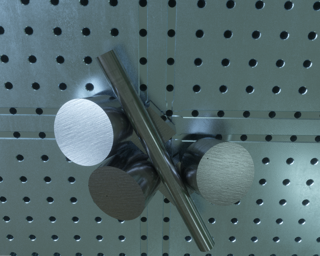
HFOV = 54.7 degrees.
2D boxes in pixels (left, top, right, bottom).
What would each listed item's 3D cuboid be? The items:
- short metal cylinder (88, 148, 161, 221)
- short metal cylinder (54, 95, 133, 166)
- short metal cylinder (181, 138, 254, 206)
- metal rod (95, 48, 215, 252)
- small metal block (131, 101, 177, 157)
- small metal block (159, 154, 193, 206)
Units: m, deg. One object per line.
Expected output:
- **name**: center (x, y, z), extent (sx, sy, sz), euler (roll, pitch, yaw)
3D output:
- **short metal cylinder**: center (-0.046, 0.073, 0.408), extent (0.080, 0.050, 0.079), euler (9, 116, 20)
- **short metal cylinder**: center (-0.081, 0.001, 0.381), extent (0.080, 0.050, 0.079), euler (4, 102, 20)
- **short metal cylinder**: center (0.074, 0.055, 0.403), extent (0.081, 0.050, 0.079), euler (-2, 95, -18)
- **metal rod**: center (0.002, 0.041, 0.397), extent (0.025, 0.025, 0.299), euler (-24, 108, 8)
- **small metal block**: center (-0.014, 0.001, 0.410), extent (0.050, 0.025, 0.050), euler (-41, 105, 13)
- **small metal block**: center (0.023, 0.073, 0.437), extent (0.050, 0.025, 0.050), euler (-38, 106, 13)
